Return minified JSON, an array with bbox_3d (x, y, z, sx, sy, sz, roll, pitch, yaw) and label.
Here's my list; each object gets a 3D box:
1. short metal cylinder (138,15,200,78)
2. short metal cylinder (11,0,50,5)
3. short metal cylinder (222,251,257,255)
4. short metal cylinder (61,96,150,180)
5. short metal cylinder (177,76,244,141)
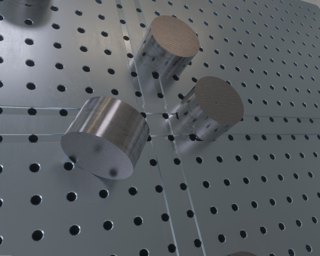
[{"bbox_3d":[0.013,-0.124,0.475,0.081,0.050,0.080,14,56,-21],"label":"short metal cylinder"},{"bbox_3d":[-0.185,-0.217,0.425,0.081,0.050,0.080,14,56,-21],"label":"short metal cylinder"},{"bbox_3d":[0.079,0.177,0.327,0.081,0.050,0.080,14,56,-21],"label":"short metal cylinder"},{"bbox_3d":[-0.058,0.012,0.334,0.080,0.080,0.050,30,52,-10],"label":"short metal cylinder"},{"bbox_3d":[0.073,-0.028,0.447,0.081,0.050,0.080,14,56,-21],"label":"short metal cylinder"}]
